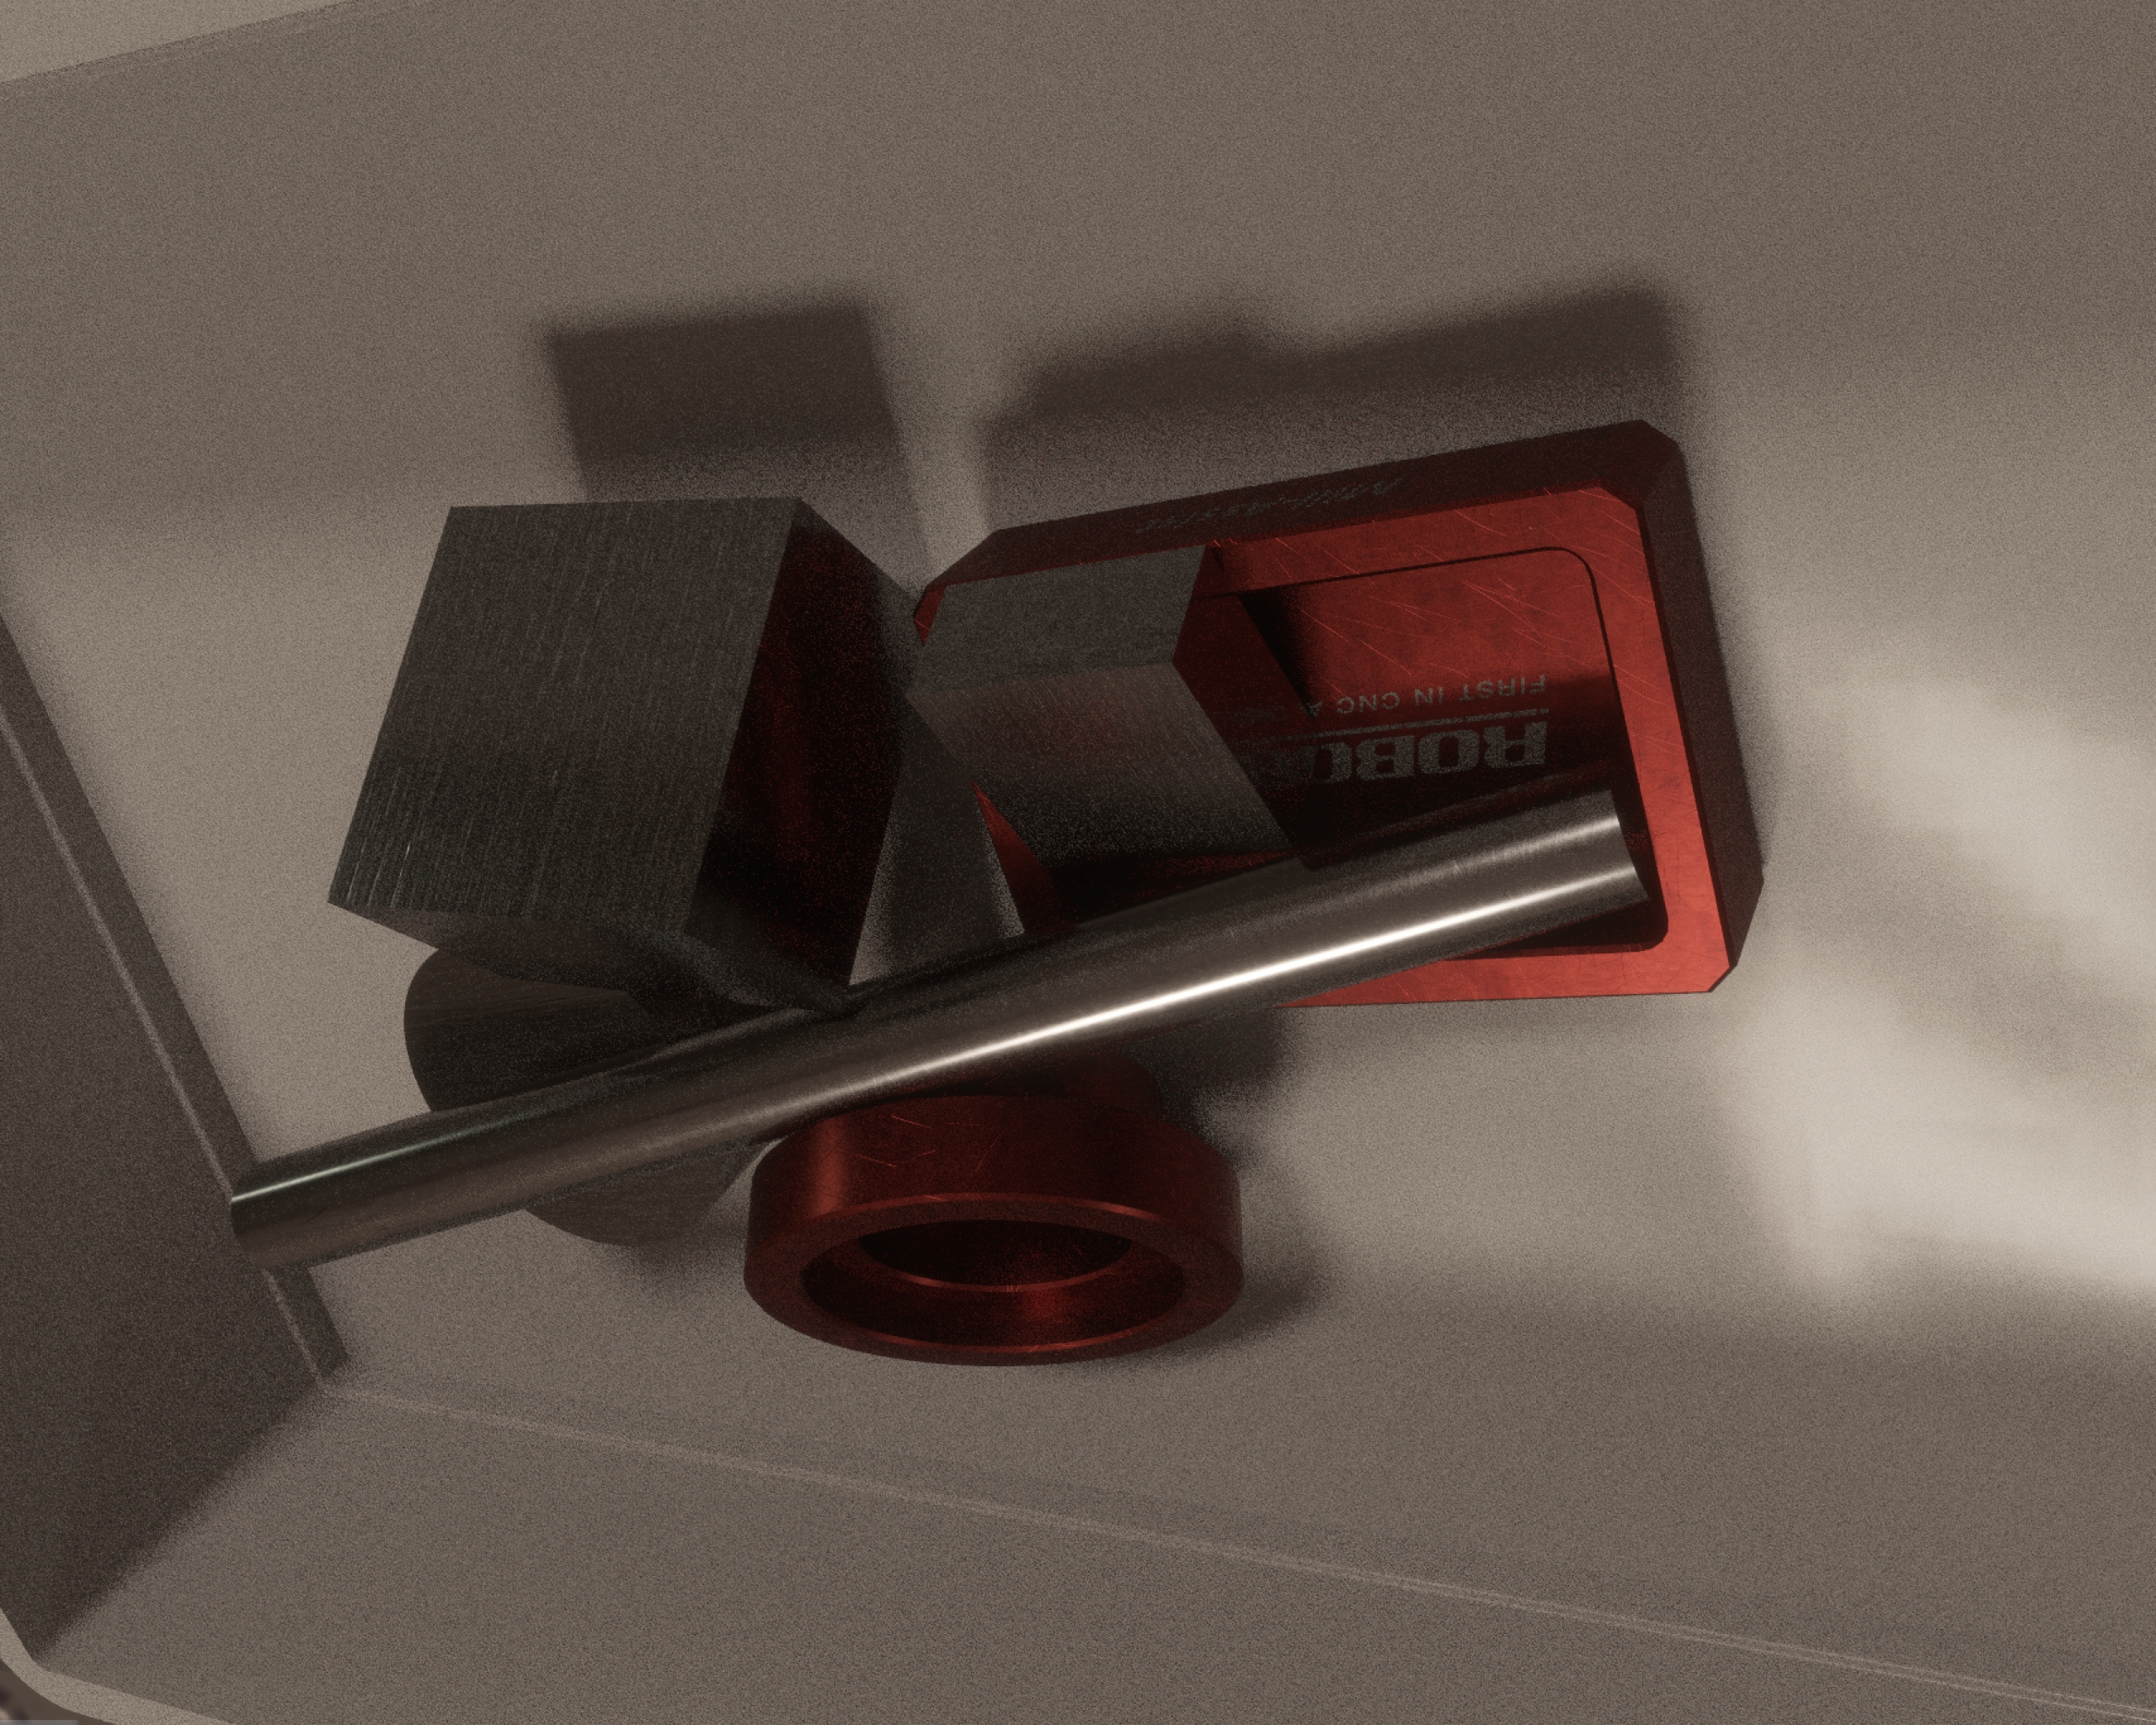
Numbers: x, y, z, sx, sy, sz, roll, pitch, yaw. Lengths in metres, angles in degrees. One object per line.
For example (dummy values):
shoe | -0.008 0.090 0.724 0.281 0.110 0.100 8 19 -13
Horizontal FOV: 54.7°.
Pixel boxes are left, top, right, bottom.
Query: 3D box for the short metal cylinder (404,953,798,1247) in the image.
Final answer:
short metal cylinder | -0.100 0.038 0.464 0.080 0.050 0.079 13 124 20

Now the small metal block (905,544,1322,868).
small metal block | 0.007 -0.025 0.358 0.050 0.025 0.050 -5 143 30

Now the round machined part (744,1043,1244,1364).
round machined part | -0.016 0.067 0.423 0.099 0.042 0.098 0 149 0

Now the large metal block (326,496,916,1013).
large metal block | -0.081 -0.020 0.390 0.080 0.080 0.050 4 162 27

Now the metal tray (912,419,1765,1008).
metal tray | 0.044 -0.020 0.366 0.130 0.030 0.090 -5 116 30

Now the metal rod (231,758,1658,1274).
metal rod | -0.042 0.036 0.396 0.300 0.025 0.025 -17 110 23
